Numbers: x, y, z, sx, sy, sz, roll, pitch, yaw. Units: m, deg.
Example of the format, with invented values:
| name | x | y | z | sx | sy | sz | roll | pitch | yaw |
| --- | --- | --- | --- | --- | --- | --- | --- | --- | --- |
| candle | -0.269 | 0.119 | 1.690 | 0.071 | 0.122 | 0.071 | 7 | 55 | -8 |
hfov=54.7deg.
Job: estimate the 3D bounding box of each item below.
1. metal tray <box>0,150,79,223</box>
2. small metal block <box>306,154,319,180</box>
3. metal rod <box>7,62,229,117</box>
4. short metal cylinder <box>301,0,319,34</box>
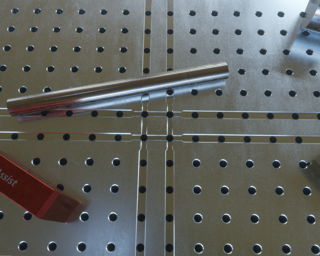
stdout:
| name | x | y | z | sx | sy | sz | roll | pitch | yaw |
| --- | --- | --- | --- | --- | --- | --- | --- | --- | --- |
| metal tray | -0.163 | 0.059 | 0.354 | 0.130 | 0.090 | 0.030 | 30 | 73 | 10 |
| small metal block | 0.228 | 0.050 | 0.395 | 0.050 | 0.025 | 0.050 | -33 | 73 | -11 |
| metal rod | -0.054 | -0.055 | 0.431 | 0.302 | 0.025 | 0.025 | -11 | 71 | -4 |
| short metal cylinder | 0.248 | -0.176 | 0.449 | 0.050 | 0.080 | 0.080 | 18 | 71 | 6 |
